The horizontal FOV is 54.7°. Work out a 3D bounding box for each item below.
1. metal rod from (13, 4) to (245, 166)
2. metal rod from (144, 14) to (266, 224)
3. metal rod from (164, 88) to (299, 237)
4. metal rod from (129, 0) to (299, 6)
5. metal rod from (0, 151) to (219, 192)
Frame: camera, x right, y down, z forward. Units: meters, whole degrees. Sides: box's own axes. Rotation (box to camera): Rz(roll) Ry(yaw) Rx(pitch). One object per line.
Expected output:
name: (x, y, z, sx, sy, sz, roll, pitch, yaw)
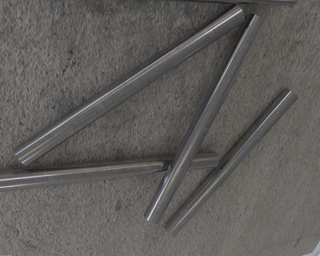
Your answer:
metal rod: (-0.030, -0.053, 0.357, 0.301, 0.025, 0.025, -35, 129, -6)
metal rod: (0.055, -0.006, 0.410, 0.025, 0.025, 0.299, 21, 101, -36)
metal rod: (0.112, 0.060, 0.504, 0.025, 0.025, 0.299, 34, 99, -39)
metal rod: (0.032, -0.148, 0.332, 0.303, 0.025, 0.025, -8, 122, -24)
metal rod: (-0.049, 0.054, 0.412, 0.303, 0.025, 0.025, -2, 120, -27)
